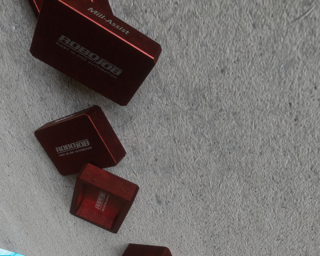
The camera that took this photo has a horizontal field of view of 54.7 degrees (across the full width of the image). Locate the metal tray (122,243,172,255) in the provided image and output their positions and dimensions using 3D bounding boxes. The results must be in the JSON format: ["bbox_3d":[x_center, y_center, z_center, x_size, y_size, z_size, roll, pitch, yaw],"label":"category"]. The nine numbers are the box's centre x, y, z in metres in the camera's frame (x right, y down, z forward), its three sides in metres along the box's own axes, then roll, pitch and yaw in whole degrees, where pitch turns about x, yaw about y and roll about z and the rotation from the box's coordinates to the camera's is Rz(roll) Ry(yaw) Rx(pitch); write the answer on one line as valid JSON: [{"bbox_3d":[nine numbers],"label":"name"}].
[{"bbox_3d":[-0.007,0.277,0.579,0.090,0.030,0.129,-8,115,31],"label":"metal tray"}]

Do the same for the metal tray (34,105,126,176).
[{"bbox_3d":[-0.127,0.024,0.485,0.130,0.030,0.090,-15,111,34],"label":"metal tray"}]

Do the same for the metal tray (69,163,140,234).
[{"bbox_3d":[-0.094,0.118,0.503,0.090,0.030,0.129,25,137,-1],"label":"metal tray"}]

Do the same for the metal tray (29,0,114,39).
[{"bbox_3d":[-0.115,-0.167,0.360,0.090,0.030,0.129,-6,116,31],"label":"metal tray"}]

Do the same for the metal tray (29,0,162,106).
[{"bbox_3d":[-0.076,-0.090,0.359,0.131,0.030,0.090,30,136,-12],"label":"metal tray"}]
